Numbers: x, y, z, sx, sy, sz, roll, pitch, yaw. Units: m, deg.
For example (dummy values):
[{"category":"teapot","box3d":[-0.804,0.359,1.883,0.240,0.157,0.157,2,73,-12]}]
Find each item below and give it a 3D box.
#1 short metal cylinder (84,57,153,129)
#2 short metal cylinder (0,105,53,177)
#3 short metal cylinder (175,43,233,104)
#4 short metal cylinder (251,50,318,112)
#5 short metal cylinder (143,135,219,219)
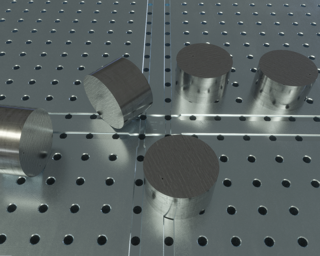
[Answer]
[{"category":"short metal cylinder","box3d":[-0.055,-0.046,0.410,0.080,0.080,0.050,37,59,26]},{"category":"short metal cylinder","box3d":[-0.166,0.014,0.358,0.050,0.080,0.080,6,50,4]},{"category":"short metal cylinder","box3d":[0.063,-0.082,0.461,0.081,0.050,0.080,0,50,0]},{"category":"short metal cylinder","box3d":[0.179,-0.069,0.452,0.081,0.050,0.080,0,50,0]},{"category":"short metal cylinder","box3d":[0.022,0.054,0.346,0.081,0.050,0.080,0,50,0]}]
